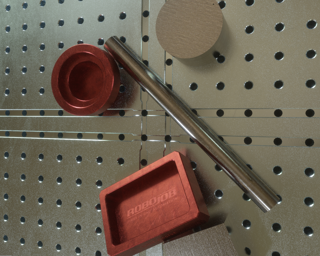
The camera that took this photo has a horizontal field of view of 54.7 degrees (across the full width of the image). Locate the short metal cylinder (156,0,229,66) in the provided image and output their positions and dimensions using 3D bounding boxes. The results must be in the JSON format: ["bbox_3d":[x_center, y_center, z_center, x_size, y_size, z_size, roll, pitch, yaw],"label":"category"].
[{"bbox_3d":[0.041,-0.121,0.384,0.080,0.050,0.079,0,90,19],"label":"short metal cylinder"}]

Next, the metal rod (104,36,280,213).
[{"bbox_3d":[0.032,-0.014,0.400,0.300,0.025,0.025,46,104,13],"label":"metal rod"}]

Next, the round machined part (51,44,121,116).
[{"bbox_3d":[-0.100,-0.065,0.437,0.098,0.042,0.097,0,90,19],"label":"round machined part"}]

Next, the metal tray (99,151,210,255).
[{"bbox_3d":[-0.013,0.098,0.392,0.130,0.030,0.090,-30,52,17],"label":"metal tray"}]

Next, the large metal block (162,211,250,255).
[{"bbox_3d":[0.062,0.159,0.377,0.080,0.050,0.080,-26,82,18],"label":"large metal block"}]
